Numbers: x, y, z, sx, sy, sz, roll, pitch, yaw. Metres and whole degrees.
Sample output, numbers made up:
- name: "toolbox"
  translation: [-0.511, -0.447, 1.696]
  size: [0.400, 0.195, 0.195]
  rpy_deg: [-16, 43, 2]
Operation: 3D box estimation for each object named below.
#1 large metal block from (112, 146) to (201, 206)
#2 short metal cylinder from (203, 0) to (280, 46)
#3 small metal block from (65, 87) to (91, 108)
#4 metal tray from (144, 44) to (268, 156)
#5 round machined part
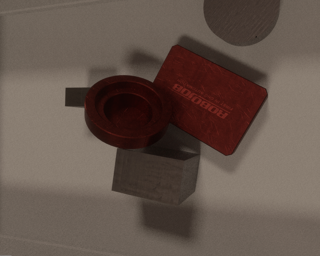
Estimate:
- name: "large metal block"
  translation: [-0.002, 0.053, 0.381]
  size: [0.080, 0.080, 0.050]
  rpy_deg: [9, 93, 19]
- name: "short metal cylinder"
  translation: [0.095, -0.137, 0.357]
  size: [0.080, 0.050, 0.079]
  rpy_deg: [3, 100, 20]
- name: "small metal block"
  translation: [-0.095, -0.041, 0.429]
  size: [0.050, 0.050, 0.025]
  rpy_deg: [2, 91, 19]
- name: "metal tray"
  translation: [0.055, -0.036, 0.388]
  size: [0.130, 0.030, 0.090]
  rpy_deg: [31, 100, 17]
- name: "round machined part"
  translation: [-0.038, -0.014, 0.363]
  size: [0.098, 0.099, 0.042]
  rpy_deg: [35, 141, 16]
